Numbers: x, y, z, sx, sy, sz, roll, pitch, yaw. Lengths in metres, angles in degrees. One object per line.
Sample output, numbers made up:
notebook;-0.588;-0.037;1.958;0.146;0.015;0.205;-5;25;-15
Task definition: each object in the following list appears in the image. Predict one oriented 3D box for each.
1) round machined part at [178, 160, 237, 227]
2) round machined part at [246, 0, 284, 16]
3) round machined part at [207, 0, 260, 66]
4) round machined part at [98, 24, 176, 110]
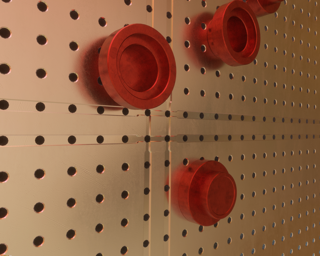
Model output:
round machined part;0.077;0.097;0.462;0.099;0.042;0.097;0;90;-40
round machined part;0.196;-0.258;0.560;0.099;0.042;0.097;0;90;-40
round machined part;0.113;-0.146;0.491;0.099;0.042;0.097;0;90;-40
round machined part;-0.030;-0.070;0.372;0.099;0.042;0.097;0;90;-40
